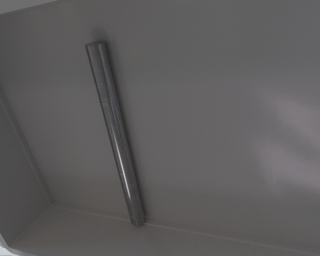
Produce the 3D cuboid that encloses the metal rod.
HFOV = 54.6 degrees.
[{"bbox_3d":[-0.059,0.025,0.455,0.025,0.025,0.298,5,121,26],"label":"metal rod"}]
